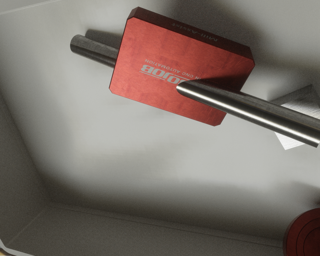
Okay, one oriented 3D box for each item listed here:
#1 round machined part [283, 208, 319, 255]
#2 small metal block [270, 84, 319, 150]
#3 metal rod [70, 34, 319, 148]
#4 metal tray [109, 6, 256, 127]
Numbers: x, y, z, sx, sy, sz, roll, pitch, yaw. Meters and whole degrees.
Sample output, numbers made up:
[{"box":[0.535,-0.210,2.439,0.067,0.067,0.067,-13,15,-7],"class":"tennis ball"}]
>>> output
[{"box":[0.195,0.145,0.361,0.098,0.098,0.042,19,164,16],"class":"round machined part"},{"box":[0.145,-0.011,0.325,0.050,0.025,0.050,-25,105,36],"class":"small metal block"},{"box":[0.019,-0.050,0.336,0.300,0.025,0.025,25,128,24],"class":"metal rod"},{"box":[0.020,-0.061,0.329,0.131,0.030,0.089,18,128,-7],"class":"metal tray"}]
